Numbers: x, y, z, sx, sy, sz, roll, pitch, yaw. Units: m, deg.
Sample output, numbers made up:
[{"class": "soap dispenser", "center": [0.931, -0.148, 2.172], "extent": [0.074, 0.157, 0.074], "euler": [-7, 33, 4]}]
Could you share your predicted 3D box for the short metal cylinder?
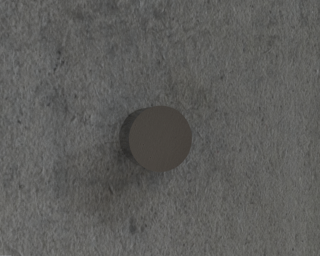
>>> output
[{"class": "short metal cylinder", "center": [-0.007, 0.013, 0.394], "extent": [0.081, 0.050, 0.079], "euler": [0, 90, -21]}]
